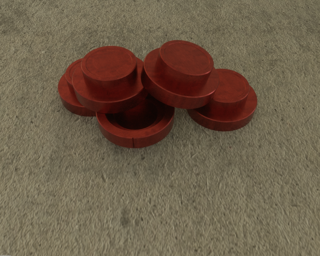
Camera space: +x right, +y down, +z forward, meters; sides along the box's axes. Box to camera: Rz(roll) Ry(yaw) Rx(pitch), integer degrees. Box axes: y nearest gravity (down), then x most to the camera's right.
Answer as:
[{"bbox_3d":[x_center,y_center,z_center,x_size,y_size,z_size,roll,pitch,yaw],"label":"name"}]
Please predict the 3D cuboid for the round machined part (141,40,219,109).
[{"bbox_3d":[0.028,-0.073,0.388,0.099,0.042,0.098,9,48,-10],"label":"round machined part"}]

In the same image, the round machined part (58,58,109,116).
[{"bbox_3d":[-0.098,-0.066,0.447,0.099,0.042,0.098,0,50,0],"label":"round machined part"}]

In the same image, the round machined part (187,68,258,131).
[{"bbox_3d":[0.086,-0.046,0.432,0.099,0.042,0.098,0,50,0],"label":"round machined part"}]

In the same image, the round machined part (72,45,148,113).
[{"bbox_3d":[-0.062,-0.068,0.395,0.099,0.042,0.098,0,50,0],"label":"round machined part"}]

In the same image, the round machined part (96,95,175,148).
[{"bbox_3d":[-0.031,-0.012,0.403,0.099,0.042,0.098,0,50,0],"label":"round machined part"}]
